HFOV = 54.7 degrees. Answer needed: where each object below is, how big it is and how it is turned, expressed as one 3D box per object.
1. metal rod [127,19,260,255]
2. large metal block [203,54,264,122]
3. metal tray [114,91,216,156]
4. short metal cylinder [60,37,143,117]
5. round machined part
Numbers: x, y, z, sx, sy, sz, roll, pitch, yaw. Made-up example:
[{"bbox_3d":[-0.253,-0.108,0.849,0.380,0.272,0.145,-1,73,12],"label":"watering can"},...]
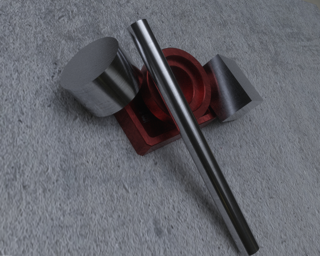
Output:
[{"bbox_3d":[0.041,0.015,0.364,0.025,0.025,0.299,-31,96,-38],"label":"metal rod"},{"bbox_3d":[0.102,-0.058,0.460,0.080,0.050,0.080,58,27,13],"label":"large metal block"},{"bbox_3d":[0.006,-0.027,0.423,0.131,0.030,0.090,-23,74,-36],"label":"metal tray"},{"bbox_3d":[-0.068,-0.060,0.363,0.050,0.080,0.080,50,39,-42],"label":"short metal cylinder"},{"bbox_3d":[0.016,-0.051,0.404,0.099,0.042,0.098,10,72,-31],"label":"round machined part"}]
